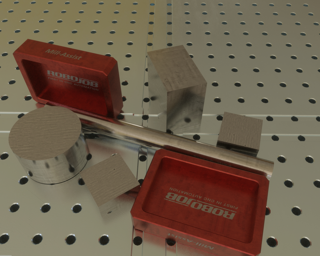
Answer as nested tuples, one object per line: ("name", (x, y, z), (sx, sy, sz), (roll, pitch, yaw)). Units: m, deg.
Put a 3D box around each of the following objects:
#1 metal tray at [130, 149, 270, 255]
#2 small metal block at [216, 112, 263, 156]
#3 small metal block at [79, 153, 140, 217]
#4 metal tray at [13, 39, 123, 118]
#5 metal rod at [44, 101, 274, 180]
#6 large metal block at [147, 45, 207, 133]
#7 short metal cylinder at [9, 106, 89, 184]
("metal tray", (0.045, 0.080, 0.336), (0.131, 0.030, 0.090), (14, 52, 11))
("small metal block", (0.102, 0.010, 0.399), (0.050, 0.025, 0.050), (13, 51, 11))
("small metal block", (-0.057, 0.064, 0.354), (0.050, 0.025, 0.050), (-26, 55, -20))
("metal tray", (-0.119, -0.062, 0.415), (0.131, 0.090, 0.030), (14, 52, 12))
("metal rod", (-0.012, 0.013, 0.396), (0.301, 0.025, 0.025), (15, 52, 12))
("large metal block", (0.020, -0.051, 0.417), (0.050, 0.080, 0.080), (-14, 52, -12))
("short metal cylinder", (-0.131, 0.020, 0.373), (0.080, 0.050, 0.080), (0, 50, 0))
